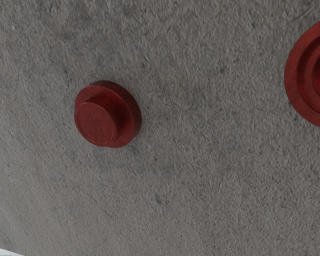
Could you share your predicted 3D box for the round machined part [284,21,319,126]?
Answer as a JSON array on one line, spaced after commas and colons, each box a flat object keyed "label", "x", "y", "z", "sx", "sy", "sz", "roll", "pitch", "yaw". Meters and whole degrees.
[{"label": "round machined part", "x": 0.163, "y": -0.046, "z": 0.263, "sx": 0.098, "sy": 0.042, "sz": 0.097, "roll": 1, "pitch": 91, "yaw": 44}]

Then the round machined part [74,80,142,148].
[{"label": "round machined part", "x": -0.079, "y": -0.013, "z": 0.429, "sx": 0.098, "sy": 0.042, "sz": 0.097, "roll": 13, "pitch": 124, "yaw": 21}]
